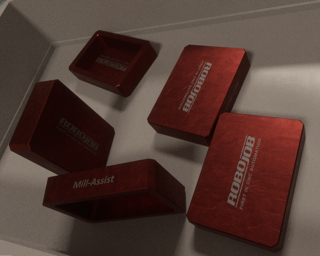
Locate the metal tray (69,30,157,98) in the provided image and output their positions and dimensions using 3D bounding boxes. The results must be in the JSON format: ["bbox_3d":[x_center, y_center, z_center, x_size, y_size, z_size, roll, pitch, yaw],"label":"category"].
[{"bbox_3d":[-0.080,-0.109,0.509,0.130,0.030,0.090,23,74,36],"label":"metal tray"}]

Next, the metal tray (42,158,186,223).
[{"bbox_3d":[-0.048,0.074,0.341,0.130,0.090,0.030,-13,57,21],"label":"metal tray"}]

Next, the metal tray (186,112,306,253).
[{"bbox_3d":[0.092,0.050,0.324,0.090,0.030,0.130,9,66,31],"label":"metal tray"}]

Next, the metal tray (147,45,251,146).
[{"bbox_3d":[0.051,-0.047,0.403,0.090,0.030,0.130,15,69,33],"label":"metal tray"}]

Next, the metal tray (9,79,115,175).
[{"bbox_3d":[-0.113,0.012,0.388,0.030,0.130,0.090,-3,61,27],"label":"metal tray"}]
